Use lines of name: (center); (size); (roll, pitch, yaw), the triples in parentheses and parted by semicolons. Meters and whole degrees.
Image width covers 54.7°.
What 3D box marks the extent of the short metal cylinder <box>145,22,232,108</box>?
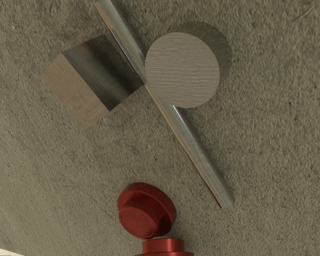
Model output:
short metal cylinder: (0.031, -0.068, 0.332); (0.080, 0.050, 0.079); (13, 124, 21)

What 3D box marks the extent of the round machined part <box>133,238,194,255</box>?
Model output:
round machined part: (0.006, 0.204, 0.498); (0.099, 0.042, 0.098); (-2, 153, -1)

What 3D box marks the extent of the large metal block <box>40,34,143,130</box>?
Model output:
large metal block: (-0.080, -0.058, 0.378); (0.050, 0.080, 0.080); (-31, 101, 38)

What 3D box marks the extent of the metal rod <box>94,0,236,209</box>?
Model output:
metal rod: (0.013, -0.022, 0.385); (0.025, 0.025, 0.299); (-22, 107, 36)

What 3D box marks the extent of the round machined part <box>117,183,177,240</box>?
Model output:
round machined part: (-0.027, 0.139, 0.496); (0.098, 0.042, 0.097); (13, 124, 21)
